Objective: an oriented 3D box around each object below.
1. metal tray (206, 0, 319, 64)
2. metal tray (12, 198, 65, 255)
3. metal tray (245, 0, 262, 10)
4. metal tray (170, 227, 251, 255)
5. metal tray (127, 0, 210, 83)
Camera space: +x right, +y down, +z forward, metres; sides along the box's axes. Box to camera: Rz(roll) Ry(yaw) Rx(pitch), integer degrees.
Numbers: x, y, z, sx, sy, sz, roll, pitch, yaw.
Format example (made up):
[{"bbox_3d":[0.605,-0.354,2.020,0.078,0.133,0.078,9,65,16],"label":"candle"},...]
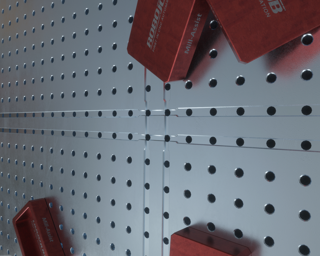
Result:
[{"bbox_3d":[0.087,-0.136,0.285,0.090,0.030,0.130,-27,93,13],"label":"metal tray"},{"bbox_3d":[-0.236,0.214,0.596,0.090,0.030,0.130,-43,65,31],"label":"metal tray"},{"bbox_3d":[0.097,-0.204,0.325,0.090,0.030,0.129,40,114,32],"label":"metal tray"},{"bbox_3d":[0.053,0.194,0.361,0.090,0.030,0.129,6,94,39],"label":"metal tray"},{"bbox_3d":[0.009,-0.132,0.375,0.090,0.030,0.129,43,130,32],"label":"metal tray"}]
